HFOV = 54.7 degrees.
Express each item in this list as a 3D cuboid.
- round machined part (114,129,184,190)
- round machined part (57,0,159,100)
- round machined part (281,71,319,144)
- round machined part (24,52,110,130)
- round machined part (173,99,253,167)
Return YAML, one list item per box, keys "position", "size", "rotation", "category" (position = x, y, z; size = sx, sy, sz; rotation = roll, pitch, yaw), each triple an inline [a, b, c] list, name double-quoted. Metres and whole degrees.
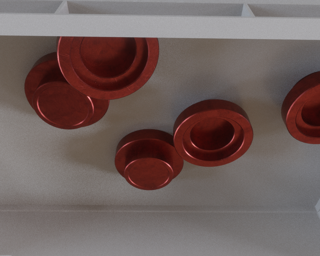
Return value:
- position: [-0.016, 0.052, 0.442]
  size: [0.099, 0.042, 0.097]
  rotation: [0, 130, 0]
  category: "round machined part"
- position: [-0.054, -0.081, 0.315]
  size: [0.099, 0.042, 0.097]
  rotation: [-11, 127, -15]
  category: "round machined part"
- position: [0.197, -0.030, 0.374]
  size: [0.099, 0.042, 0.097]
  rotation: [0, 130, 0]
  category: "round machined part"
- position: [-0.109, -0.037, 0.366]
  size: [0.099, 0.042, 0.097]
  rotation: [0, 130, 0]
  category: "round machined part"
- position: [0.066, 0.002, 0.400]
  size: [0.099, 0.042, 0.097]
  rotation: [0, 130, 0]
  category: "round machined part"
